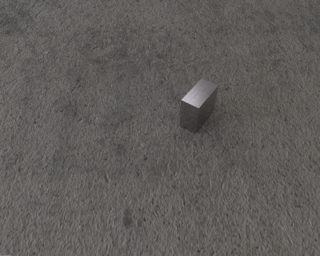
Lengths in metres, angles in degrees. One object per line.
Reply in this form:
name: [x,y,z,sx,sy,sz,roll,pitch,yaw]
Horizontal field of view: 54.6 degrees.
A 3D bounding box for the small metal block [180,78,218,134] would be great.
small metal block: [0.051,-0.029,0.412,0.025,0.050,0.050,28,56,21]
